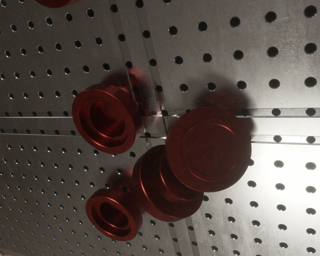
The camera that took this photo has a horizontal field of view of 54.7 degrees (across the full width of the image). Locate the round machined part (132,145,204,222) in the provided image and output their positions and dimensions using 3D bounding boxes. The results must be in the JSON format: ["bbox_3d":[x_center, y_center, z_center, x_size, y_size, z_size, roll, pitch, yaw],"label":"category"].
[{"bbox_3d":[0.018,0.065,0.391,0.098,0.098,0.042,45,135,-4],"label":"round machined part"}]

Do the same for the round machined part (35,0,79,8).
[{"bbox_3d":[-0.132,-0.188,0.352,0.098,0.042,0.097,13,124,20],"label":"round machined part"}]

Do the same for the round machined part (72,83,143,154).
[{"bbox_3d":[-0.067,-0.016,0.424,0.098,0.042,0.097,13,124,20],"label":"round machined part"}]

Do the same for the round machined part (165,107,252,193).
[{"bbox_3d":[0.056,0.024,0.350,0.099,0.042,0.097,0,88,-4],"label":"round machined part"}]

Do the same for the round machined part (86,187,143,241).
[{"bbox_3d":[-0.072,0.140,0.523,0.098,0.042,0.097,13,124,20],"label":"round machined part"}]
